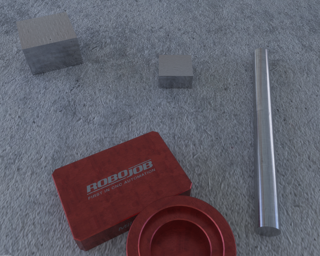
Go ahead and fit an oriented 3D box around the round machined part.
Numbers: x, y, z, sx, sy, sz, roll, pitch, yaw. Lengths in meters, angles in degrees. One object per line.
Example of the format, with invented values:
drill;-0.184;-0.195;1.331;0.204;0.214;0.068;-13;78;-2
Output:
round machined part;0.019;0.118;0.294;0.099;0.042;0.098;0;50;0

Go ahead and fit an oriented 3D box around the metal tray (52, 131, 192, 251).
metal tray;-0.042;0.064;0.346;0.131;0.030;0.090;-22;53;-18

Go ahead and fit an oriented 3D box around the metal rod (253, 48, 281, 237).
metal rod;0.137;-0.007;0.410;0.025;0.025;0.300;8;50;7

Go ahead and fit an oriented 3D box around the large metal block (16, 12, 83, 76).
large metal block;-0.178;-0.138;0.502;0.081;0.050;0.080;-18;52;-14

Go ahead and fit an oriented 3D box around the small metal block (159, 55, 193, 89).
small metal block;0.023;-0.087;0.477;0.050;0.025;0.050;0;50;0
